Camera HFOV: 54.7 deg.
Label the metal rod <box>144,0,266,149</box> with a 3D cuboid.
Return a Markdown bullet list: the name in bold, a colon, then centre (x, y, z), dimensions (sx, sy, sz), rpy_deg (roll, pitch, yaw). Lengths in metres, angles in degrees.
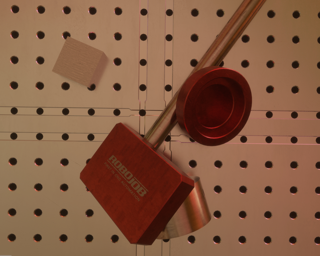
- **metal rod**: centre (0.074, -0.098, 0.414), dimensions (0.025, 0.025, 0.299), rpy_deg (36, 90, -1)

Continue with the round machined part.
- **round machined part**: centre (0.064, -0.030, 0.392), dimensions (0.099, 0.042, 0.097), rpy_deg (-8, 110, -22)

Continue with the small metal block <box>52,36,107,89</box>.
- **small metal block**: centre (-0.106, -0.086, 0.412), dimensions (0.050, 0.025, 0.050), rpy_deg (24, 90, -1)

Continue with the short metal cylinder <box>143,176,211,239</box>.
- **short metal cylinder**: centre (0.018, 0.097, 0.386), dimensions (0.080, 0.080, 0.050), rpy_deg (-16, 90, 0)

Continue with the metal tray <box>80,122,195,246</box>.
- **metal tray**: centre (-0.033, 0.062, 0.370), dimensions (0.130, 0.030, 0.090), rpy_deg (37, 92, 40)
